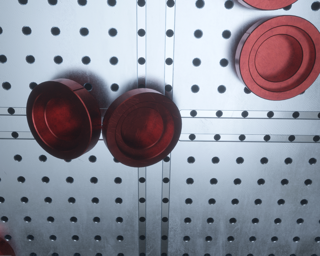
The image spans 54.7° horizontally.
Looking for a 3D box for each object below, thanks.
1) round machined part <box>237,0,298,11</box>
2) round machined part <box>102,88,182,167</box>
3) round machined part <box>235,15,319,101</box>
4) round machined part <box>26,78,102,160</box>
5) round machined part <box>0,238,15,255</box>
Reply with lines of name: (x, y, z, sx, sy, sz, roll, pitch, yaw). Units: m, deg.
round machined part: (0.119, -0.180, 0.340, 0.099, 0.042, 0.097, 0, 110, -1)
round machined part: (-0.025, -0.003, 0.391, 0.099, 0.042, 0.097, -10, 114, -22)
round machined part: (0.140, -0.085, 0.375, 0.099, 0.042, 0.097, 0, 110, -1)
round machined part: (-0.113, -0.013, 0.385, 0.098, 0.042, 0.097, 8, 110, 23)
round machined part: (-0.282, 0.214, 0.479, 0.099, 0.042, 0.097, 0, 110, -1)
